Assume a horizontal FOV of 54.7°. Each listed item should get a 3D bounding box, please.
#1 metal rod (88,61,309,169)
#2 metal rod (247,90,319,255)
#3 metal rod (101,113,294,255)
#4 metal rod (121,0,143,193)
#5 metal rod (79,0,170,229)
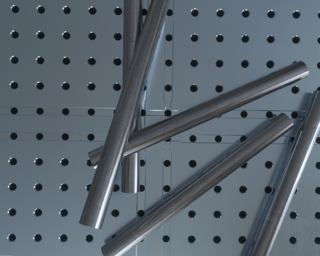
[{"bbox_3d":[0.054,-0.019,0.398,0.302,0.025,0.025,-24,90,-7],"label":"metal rod"},{"bbox_3d":[0.163,0.093,0.415,0.025,0.025,0.299,22,90,-1],"label":"metal rod"},{"bbox_3d":[0.050,0.079,0.414,0.301,0.025,0.025,-37,90,-1],"label":"metal rod"},{"bbox_3d":[-0.037,-0.065,0.412,0.025,0.025,0.298,1,90,-1],"label":"metal rod"},{"bbox_3d":[-0.037,-0.033,0.375,0.025,0.025,0.299,16,75,-1],"label":"metal rod"}]
